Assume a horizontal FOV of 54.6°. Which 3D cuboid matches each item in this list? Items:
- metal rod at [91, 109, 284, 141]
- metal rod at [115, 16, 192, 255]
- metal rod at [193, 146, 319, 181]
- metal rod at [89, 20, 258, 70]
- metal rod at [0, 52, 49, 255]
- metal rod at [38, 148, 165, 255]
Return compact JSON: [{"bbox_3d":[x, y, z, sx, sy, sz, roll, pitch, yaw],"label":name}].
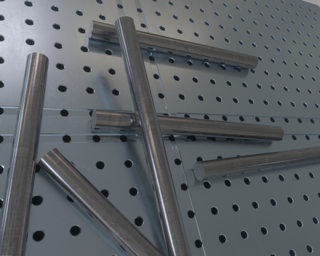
[{"bbox_3d":[0.056,-0.001,0.437,0.302,0.025,0.025,4,60,-26],"label":"metal rod"},{"bbox_3d":[-0.012,0.002,0.370,0.025,0.025,0.299,-5,73,-31],"label":"metal rod"},{"bbox_3d":[0.182,0.048,0.475,0.302,0.025,0.025,-3,63,-30],"label":"metal rod"},{"bbox_3d":[0.037,-0.130,0.506,0.302,0.025,0.025,4,60,-26],"label":"metal rod"},{"bbox_3d":[-0.137,0.047,0.305,0.025,0.025,0.299,9,58,-24],"label":"metal rod"},{"bbox_3d":[-0.011,0.134,0.319,0.300,0.025,0.025,44,51,2],"label":"metal rod"}]
